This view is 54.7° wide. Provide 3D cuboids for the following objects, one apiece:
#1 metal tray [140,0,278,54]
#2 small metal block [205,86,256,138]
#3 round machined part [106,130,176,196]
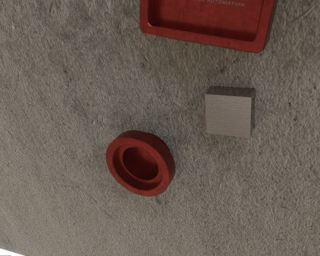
[{"bbox_3d":[0.045,-0.130,0.299,0.130,0.030,0.089,16,125,19],"label":"metal tray"},{"bbox_3d":[0.080,-0.019,0.353,0.050,0.025,0.050,7,122,24],"label":"small metal block"},{"bbox_3d":[-0.023,0.045,0.436,0.098,0.042,0.097,13,124,21],"label":"round machined part"}]
